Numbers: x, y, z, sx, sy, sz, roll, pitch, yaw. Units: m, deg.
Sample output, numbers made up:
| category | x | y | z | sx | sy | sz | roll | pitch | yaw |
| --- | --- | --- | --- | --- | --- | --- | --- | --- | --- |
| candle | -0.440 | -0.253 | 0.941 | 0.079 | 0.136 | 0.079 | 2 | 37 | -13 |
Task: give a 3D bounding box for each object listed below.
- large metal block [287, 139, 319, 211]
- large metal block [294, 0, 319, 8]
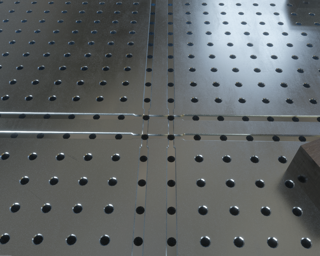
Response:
| category | x | y | z | sx | sy | sz | roll | pitch | yaw |
| --- | --- | --- | --- | --- | --- | --- | --- | --- | --- |
| large metal block | 0.209 | 0.052 | 0.349 | 0.081 | 0.050 | 0.080 | -17 | 52 | -14 |
| large metal block | 0.321 | -0.290 | 0.636 | 0.080 | 0.050 | 0.080 | 2 | 50 | 2 |
